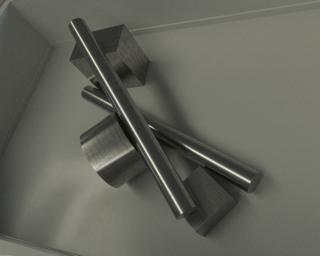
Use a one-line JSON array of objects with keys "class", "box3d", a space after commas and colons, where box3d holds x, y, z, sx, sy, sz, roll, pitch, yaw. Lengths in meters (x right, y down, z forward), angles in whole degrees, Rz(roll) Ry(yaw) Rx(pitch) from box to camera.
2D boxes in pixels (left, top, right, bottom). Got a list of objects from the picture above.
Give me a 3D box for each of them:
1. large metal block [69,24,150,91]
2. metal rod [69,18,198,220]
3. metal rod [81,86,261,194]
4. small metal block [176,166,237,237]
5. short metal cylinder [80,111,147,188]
[{"class": "large metal block", "box3d": [-0.073, -0.102, 0.469, 0.080, 0.080, 0.050, -4, 60, 26]}, {"class": "metal rod", "box3d": [-0.045, -0.030, 0.370, 0.025, 0.025, 0.299, -35, 64, 5]}, {"class": "metal rod", "box3d": [-0.009, 0.000, 0.407, 0.300, 0.025, 0.025, 28, 77, 37]}, {"class": "small metal block", "box3d": [0.044, 0.078, 0.332, 0.050, 0.025, 0.050, -44, 51, -3]}, {"class": "short metal cylinder", "box3d": [-0.051, 0.025, 0.377, 0.050, 0.080, 0.080, -35, 52, 5]}]
